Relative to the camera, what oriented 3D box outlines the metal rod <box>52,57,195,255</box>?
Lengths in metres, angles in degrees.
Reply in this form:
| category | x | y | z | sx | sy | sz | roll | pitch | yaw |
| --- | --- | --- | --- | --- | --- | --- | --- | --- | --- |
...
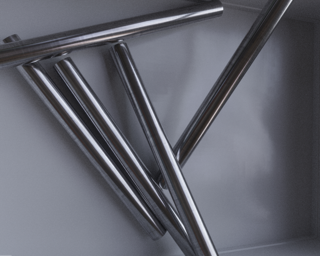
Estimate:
| category | x | y | z | sx | sy | sz | roll | pitch | yaw |
| --- | --- | --- | --- | --- | --- | --- | --- | --- | --- |
| metal rod | -0.035 | 0.045 | 0.389 | 0.025 | 0.025 | 0.299 | -36 | 99 | -17 |

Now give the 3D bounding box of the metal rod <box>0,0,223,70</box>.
| category | x | y | z | sx | sy | sz | roll | pitch | yaw |
| --- | --- | --- | --- | --- | --- | --- | --- | --- | --- |
| metal rod | -0.046 | -0.120 | 0.378 | 0.302 | 0.025 | 0.025 | -22 | 98 | -25 |

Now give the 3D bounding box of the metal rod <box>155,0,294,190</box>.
| category | x | y | z | sx | sy | sz | roll | pitch | yaw |
| --- | --- | --- | --- | --- | --- | --- | --- | --- | --- |
| metal rod | 0.079 | -0.049 | 0.382 | 0.025 | 0.025 | 0.299 | 28 | 103 | -19 |

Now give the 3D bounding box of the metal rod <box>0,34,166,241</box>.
| category | x | y | z | sx | sy | sz | roll | pitch | yaw |
| --- | --- | --- | --- | --- | --- | --- | --- | --- | --- |
| metal rod | -0.086 | 0.021 | 0.379 | 0.025 | 0.025 | 0.299 | -39 | 103 | -16 |

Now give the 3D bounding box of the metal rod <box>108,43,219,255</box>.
| category | x | y | z | sx | sy | sz | roll | pitch | yaw |
| --- | --- | --- | --- | --- | --- | --- | --- | --- | --- |
| metal rod | 0.006 | 0.035 | 0.383 | 0.025 | 0.025 | 0.299 | -22 | 86 | -19 |
